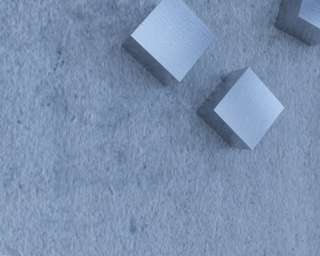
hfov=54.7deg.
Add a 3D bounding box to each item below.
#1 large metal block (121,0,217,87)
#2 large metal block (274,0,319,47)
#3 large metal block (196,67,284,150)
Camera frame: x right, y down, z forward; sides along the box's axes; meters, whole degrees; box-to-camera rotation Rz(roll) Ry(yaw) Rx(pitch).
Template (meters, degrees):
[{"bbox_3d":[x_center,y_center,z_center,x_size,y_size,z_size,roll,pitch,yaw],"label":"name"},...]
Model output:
[{"bbox_3d":[0.011,-0.112,0.401,0.080,0.050,0.080,41,77,-16],"label":"large metal block"},{"bbox_3d":[0.237,-0.186,0.485,0.081,0.050,0.080,19,84,-19],"label":"large metal block"},{"bbox_3d":[0.113,-0.026,0.439,0.080,0.050,0.080,44,76,-15],"label":"large metal block"}]
